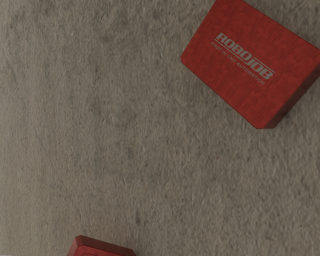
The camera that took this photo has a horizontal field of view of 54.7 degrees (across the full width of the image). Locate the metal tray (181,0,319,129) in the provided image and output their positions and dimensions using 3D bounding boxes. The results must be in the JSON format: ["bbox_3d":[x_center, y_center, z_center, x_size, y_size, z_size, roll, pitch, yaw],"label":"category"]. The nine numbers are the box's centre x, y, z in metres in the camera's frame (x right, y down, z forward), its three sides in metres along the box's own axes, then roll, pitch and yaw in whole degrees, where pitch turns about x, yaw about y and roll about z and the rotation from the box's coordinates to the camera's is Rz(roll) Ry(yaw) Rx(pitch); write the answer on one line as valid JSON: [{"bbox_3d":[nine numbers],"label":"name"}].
[{"bbox_3d":[0.091,-0.072,0.325,0.130,0.030,0.089,48,118,29],"label":"metal tray"}]

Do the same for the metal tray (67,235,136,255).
[{"bbox_3d":[-0.095,0.219,0.413,0.130,0.090,0.030,-66,22,-4],"label":"metal tray"}]
